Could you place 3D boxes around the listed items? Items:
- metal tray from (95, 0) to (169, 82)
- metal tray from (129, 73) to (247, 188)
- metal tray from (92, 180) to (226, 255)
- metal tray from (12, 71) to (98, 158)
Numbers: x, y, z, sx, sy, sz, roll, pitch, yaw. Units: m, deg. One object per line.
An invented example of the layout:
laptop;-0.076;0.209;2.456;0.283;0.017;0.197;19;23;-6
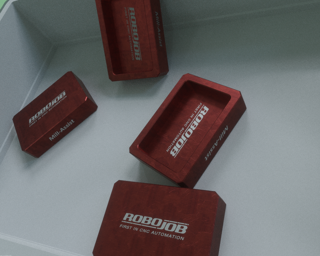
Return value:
metal tray;-0.041;-0.138;0.455;0.090;0.030;0.129;-1;105;29
metal tray;0.034;0.000;0.384;0.090;0.030;0.130;28;77;37
metal tray;-0.001;0.109;0.336;0.130;0.030;0.090;1;62;28
metal tray;-0.175;-0.024;0.510;0.130;0.030;0.090;-39;51;1
